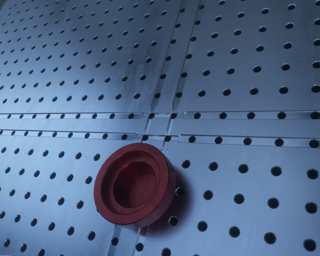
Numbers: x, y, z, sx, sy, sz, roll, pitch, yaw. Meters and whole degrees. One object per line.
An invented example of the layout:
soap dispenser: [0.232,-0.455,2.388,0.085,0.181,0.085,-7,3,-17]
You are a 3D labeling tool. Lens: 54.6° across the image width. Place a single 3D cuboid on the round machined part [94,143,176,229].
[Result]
round machined part: [-0.026,0.070,0.369,0.098,0.042,0.098,-13,56,21]
